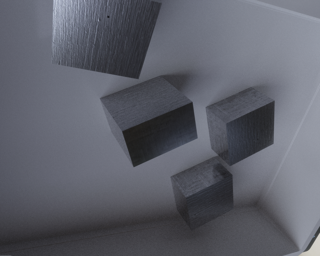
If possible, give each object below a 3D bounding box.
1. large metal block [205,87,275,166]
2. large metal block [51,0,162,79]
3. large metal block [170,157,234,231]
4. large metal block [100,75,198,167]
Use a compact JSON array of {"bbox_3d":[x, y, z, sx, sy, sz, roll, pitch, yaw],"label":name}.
[{"bbox_3d":[0.120,-0.003,0.459,0.081,0.050,0.080,-25,128,-14],"label":"large metal block"},{"bbox_3d":[-0.049,-0.097,0.276,0.081,0.050,0.079,8,138,-14],"label":"large metal block"},{"bbox_3d":[0.069,0.105,0.498,0.081,0.050,0.080,-23,127,-15],"label":"large metal block"},{"bbox_3d":[-0.014,-0.012,0.360,0.081,0.080,0.050,-23,127,-15],"label":"large metal block"}]
